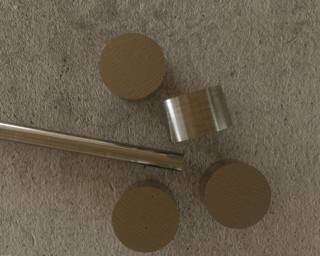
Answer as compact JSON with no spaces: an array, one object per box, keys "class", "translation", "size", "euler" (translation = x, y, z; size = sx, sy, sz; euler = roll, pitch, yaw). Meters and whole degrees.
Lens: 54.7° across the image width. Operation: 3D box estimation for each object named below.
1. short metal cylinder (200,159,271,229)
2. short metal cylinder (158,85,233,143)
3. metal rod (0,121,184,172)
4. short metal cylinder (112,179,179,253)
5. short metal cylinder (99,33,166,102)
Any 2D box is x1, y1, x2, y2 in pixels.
[{"class":"short metal cylinder","translation":[0.094,0.082,0.398],"size":[0.081,0.050,0.080],"euler":[0,90,0]},{"class":"short metal cylinder","translation":[0.044,-0.017,0.383],"size":[0.080,0.080,0.050],"euler":[-16,90,0]},{"class":"metal rod","translation":[-0.119,0.019,0.408],"size":[0.302,0.025,0.025],"euler":[10,90,0]},{"class":"short metal cylinder","translation":[-0.017,0.110,0.397],"size":[0.081,0.050,0.080],"euler":[0,90,0]},{"class":"short metal cylinder","translation":[-0.033,-0.075,0.397],"size":[0.081,0.050,0.080],"euler":[0,90,0]}]
